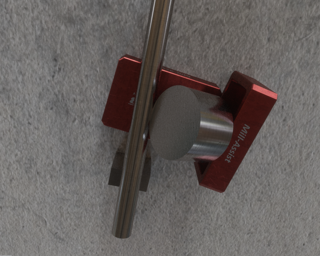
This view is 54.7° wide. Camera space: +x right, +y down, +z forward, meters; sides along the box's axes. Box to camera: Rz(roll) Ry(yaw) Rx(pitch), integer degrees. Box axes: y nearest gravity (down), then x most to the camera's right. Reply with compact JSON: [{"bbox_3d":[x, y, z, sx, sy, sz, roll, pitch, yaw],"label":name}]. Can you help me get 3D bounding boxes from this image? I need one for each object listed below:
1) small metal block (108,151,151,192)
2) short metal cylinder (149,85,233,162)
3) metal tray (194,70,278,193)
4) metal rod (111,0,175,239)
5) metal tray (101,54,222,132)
[{"bbox_3d":[-0.040,0.058,0.418,0.050,0.050,0.025,12,110,-5],"label":"small metal block"},{"bbox_3d":[0.033,-0.003,0.342,0.050,0.080,0.079,9,114,-39],"label":"short metal cylinder"},{"bbox_3d":[0.084,0.002,0.378,0.030,0.090,0.129,22,109,-8],"label":"metal tray"},{"bbox_3d":[-0.021,-0.010,0.365,0.025,0.025,0.298,10,101,-4],"label":"metal rod"},{"bbox_3d":[0.001,-0.031,0.396,0.131,0.030,0.089,17,109,-7],"label":"metal tray"}]
